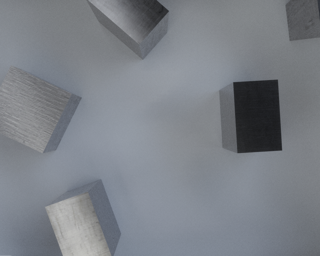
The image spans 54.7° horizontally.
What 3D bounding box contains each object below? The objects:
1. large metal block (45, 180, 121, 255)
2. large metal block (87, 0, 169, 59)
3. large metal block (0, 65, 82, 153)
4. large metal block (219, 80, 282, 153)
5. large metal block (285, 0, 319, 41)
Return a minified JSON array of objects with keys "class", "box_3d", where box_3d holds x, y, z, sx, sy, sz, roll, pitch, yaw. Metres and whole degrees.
[{"class":"large metal block","box_3d":[-0.090,0.116,0.383,0.050,0.080,0.080,-20,90,0]},{"class":"large metal block","box_3d":[-0.037,-0.138,0.383,0.080,0.080,0.050,41,90,-1]},{"class":"large metal block","box_3d":[-0.160,-0.023,0.397,0.080,0.050,0.080,26,90,-1]},{"class":"large metal block","box_3d":[0.109,-0.013,0.385,0.050,0.080,0.079,-3,90,0]},{"class":"large metal block","box_3d":[0.216,-0.149,0.387,0.081,0.080,0.050,-7,90,0]}]
